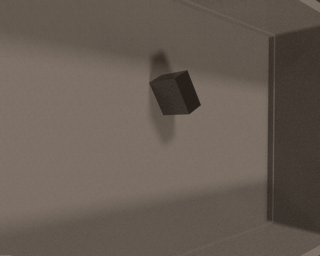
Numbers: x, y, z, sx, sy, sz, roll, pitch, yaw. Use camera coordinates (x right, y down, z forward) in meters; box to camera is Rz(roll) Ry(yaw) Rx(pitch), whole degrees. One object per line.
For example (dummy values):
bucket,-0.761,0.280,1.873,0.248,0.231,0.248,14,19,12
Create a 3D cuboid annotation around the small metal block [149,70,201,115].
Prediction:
small metal block,0.020,-0.045,0.409,0.025,0.050,0.050,-38,114,-34
